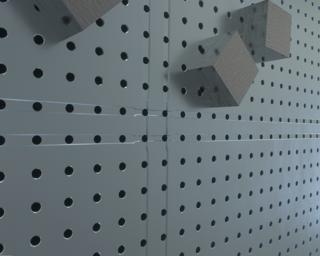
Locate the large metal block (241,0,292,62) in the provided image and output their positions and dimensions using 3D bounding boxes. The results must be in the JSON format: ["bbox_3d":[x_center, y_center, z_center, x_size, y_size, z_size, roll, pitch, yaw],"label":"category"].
[{"bbox_3d":[0.191,-0.171,0.556,0.081,0.050,0.080,7,86,-40],"label":"large metal block"}]

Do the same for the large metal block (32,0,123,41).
[{"bbox_3d":[-0.088,-0.151,0.320,0.080,0.050,0.080,-50,120,-28],"label":"large metal block"}]

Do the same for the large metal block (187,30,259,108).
[{"bbox_3d":[0.099,-0.089,0.479,0.080,0.050,0.080,50,60,-29],"label":"large metal block"}]
